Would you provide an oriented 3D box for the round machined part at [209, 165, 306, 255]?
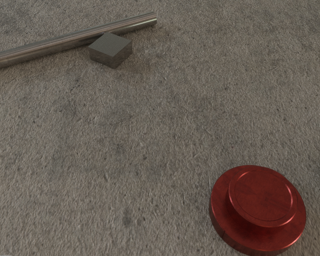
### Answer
[{"bbox_3d":[0.103,0.079,0.326,0.099,0.042,0.098,0,50,0],"label":"round machined part"}]

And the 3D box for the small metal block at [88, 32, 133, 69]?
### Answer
[{"bbox_3d":[-0.081,-0.128,0.510,0.050,0.025,0.050,25,54,19],"label":"small metal block"}]

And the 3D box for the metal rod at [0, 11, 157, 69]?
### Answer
[{"bbox_3d":[-0.145,-0.151,0.528,0.302,0.025,0.025,-22,54,-18],"label":"metal rod"}]
